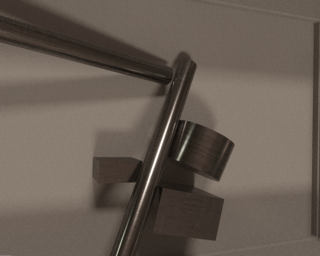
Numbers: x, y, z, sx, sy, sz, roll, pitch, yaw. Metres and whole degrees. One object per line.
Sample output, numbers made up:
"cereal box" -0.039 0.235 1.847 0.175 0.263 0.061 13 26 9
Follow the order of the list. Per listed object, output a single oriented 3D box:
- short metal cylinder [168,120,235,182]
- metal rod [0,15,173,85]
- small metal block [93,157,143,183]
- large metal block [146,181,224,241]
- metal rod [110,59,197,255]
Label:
"short metal cylinder" 0.049 0.030 0.401 0.080 0.080 0.050 28 81 -18
"metal rod" -0.111 -0.089 0.328 0.302 0.025 0.025 9 87 -36
"small metal block" -0.053 0.050 0.378 0.050 0.050 0.025 2 89 -20
"large metal block" 0.021 0.099 0.390 0.081 0.080 0.050 14 85 -20
"metal rod" -0.006 0.041 0.362 0.025 0.025 0.300 28 63 -18
